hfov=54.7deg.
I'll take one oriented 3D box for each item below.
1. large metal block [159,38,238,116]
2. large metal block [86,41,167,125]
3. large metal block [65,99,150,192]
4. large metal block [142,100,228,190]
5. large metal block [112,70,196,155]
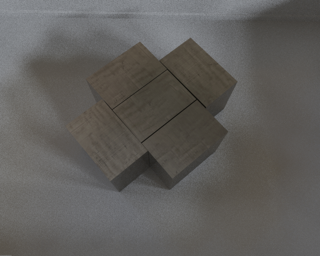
[{"bbox_3d":[0.044,-0.054,0.400,0.050,0.080,0.080,-39,75,-13],"label":"large metal block"},{"bbox_3d":[-0.039,-0.049,0.397,0.080,0.080,0.050,-38,75,-13],"label":"large metal block"},{"bbox_3d":[-0.058,0.024,0.370,0.050,0.080,0.080,-39,75,-13],"label":"large metal block"},{"bbox_3d":[0.027,0.024,0.372,0.080,0.080,0.050,-38,75,-13],"label":"large metal block"},{"bbox_3d":[-0.006,-0.013,0.384,0.080,0.080,0.050,-38,75,-13],"label":"large metal block"}]
